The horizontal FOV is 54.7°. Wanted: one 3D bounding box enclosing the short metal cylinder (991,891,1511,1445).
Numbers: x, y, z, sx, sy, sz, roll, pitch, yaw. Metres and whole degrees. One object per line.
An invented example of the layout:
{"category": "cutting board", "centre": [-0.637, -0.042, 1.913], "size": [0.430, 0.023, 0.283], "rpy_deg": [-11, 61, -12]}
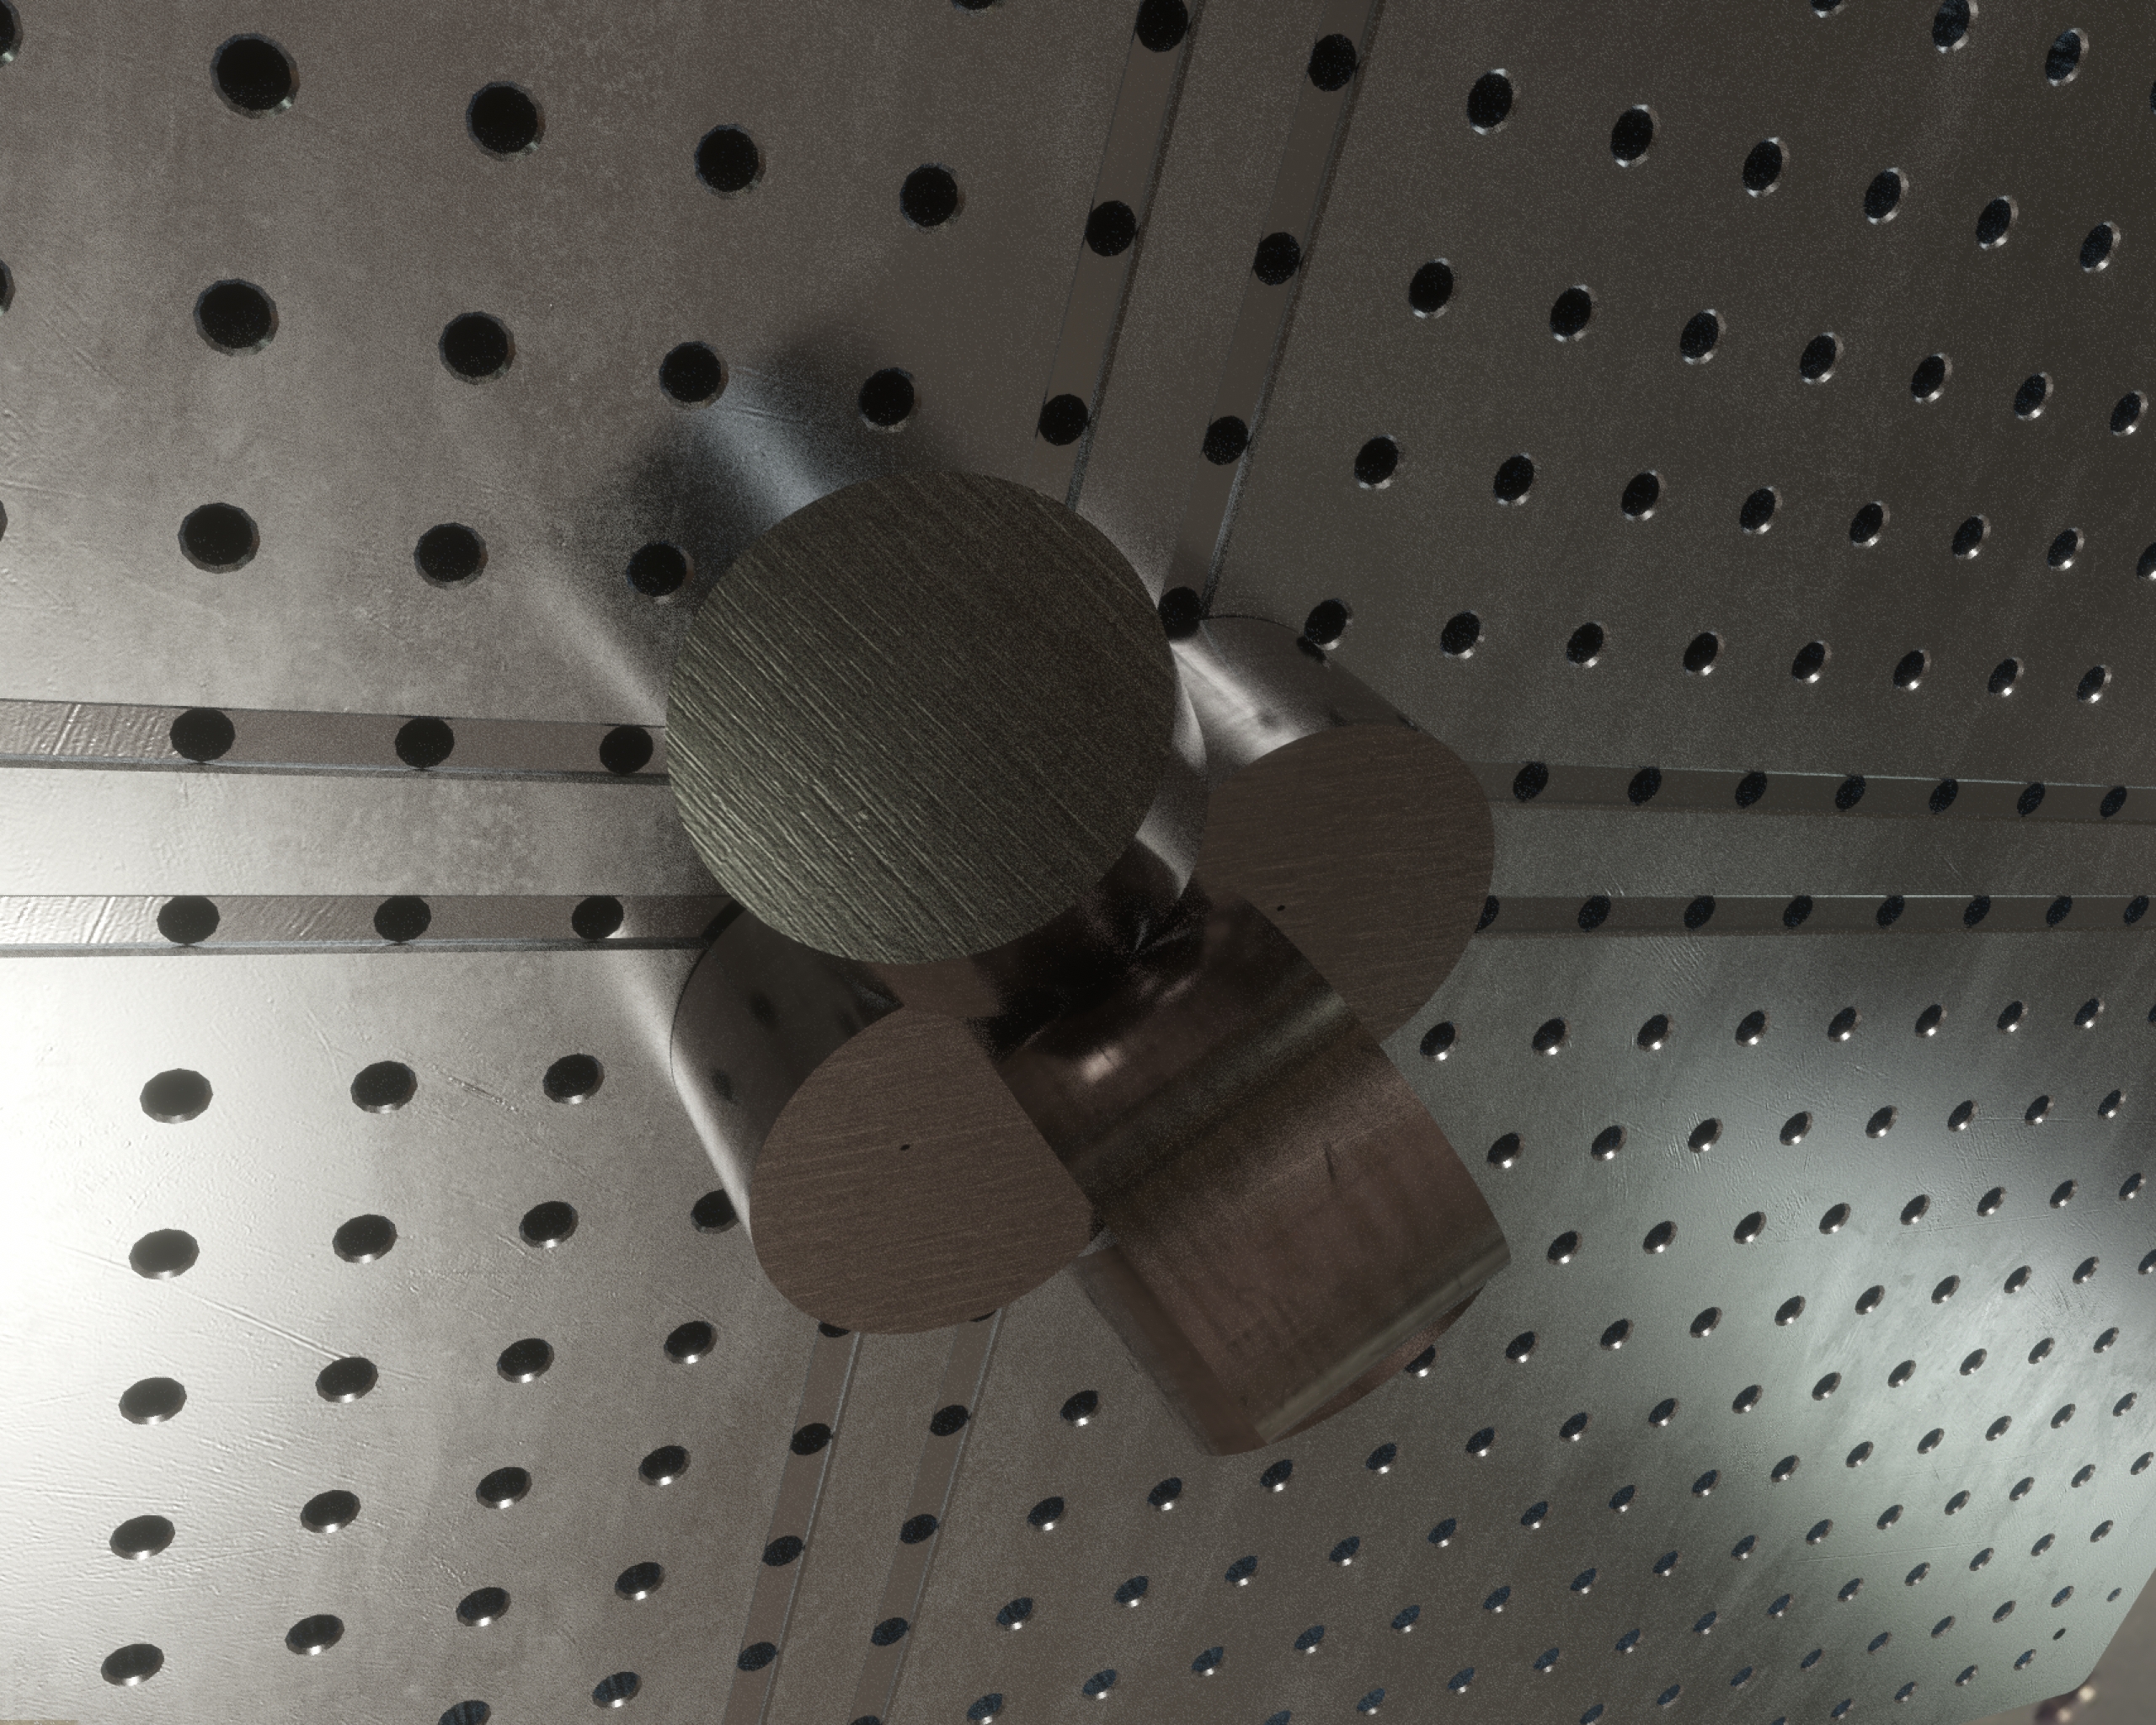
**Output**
{"category": "short metal cylinder", "centre": [0.029, 0.052, 0.358], "size": [0.050, 0.080, 0.080], "rpy_deg": [-36, 129, -5]}

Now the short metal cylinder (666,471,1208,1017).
{"category": "short metal cylinder", "centre": [-0.021, -0.018, 0.345], "size": [0.080, 0.080, 0.050], "rpy_deg": [-40, 164, -2]}

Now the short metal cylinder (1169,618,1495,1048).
{"category": "short metal cylinder", "centre": [0.034, -0.002, 0.413], "size": [0.081, 0.050, 0.079], "rpy_deg": [-14, 125, -21]}

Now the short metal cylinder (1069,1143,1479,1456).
{"category": "short metal cylinder", "centre": [0.041, 0.079, 0.439], "size": [0.080, 0.080, 0.050], "rpy_deg": [-35, 94, -5]}

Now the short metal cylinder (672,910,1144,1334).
{"category": "short metal cylinder", "centre": [-0.032, 0.044, 0.405], "size": [0.081, 0.050, 0.079], "rpy_deg": [-14, 125, -21]}
